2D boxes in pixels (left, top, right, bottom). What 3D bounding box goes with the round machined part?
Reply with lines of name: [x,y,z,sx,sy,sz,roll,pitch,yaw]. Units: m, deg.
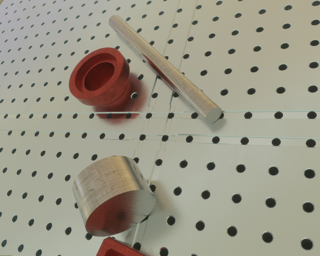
round machined part: [-0.091,-0.076,0.490,0.098,0.042,0.098,-13,56,20]

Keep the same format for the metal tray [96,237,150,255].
metal tray: [-0.044,0.190,0.310,0.090,0.030,0.130,13,68,33]

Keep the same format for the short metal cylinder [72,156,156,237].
short metal cylinder: [-0.052,0.078,0.351,0.080,0.080,0.050,-37,51,3]

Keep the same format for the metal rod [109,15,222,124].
metal rod: [-0.008,-0.106,0.475,0.025,0.025,0.300,-40,51,1]
